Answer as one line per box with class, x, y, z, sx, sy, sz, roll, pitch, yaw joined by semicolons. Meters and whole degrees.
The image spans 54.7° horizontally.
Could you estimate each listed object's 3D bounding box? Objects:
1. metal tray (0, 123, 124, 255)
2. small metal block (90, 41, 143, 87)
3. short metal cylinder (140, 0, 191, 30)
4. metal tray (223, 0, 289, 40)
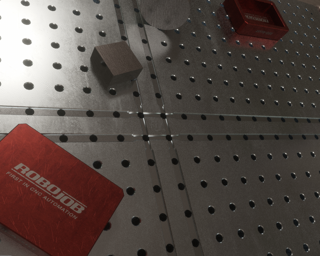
metal tray;-0.113;0.066;0.304;0.130;0.030;0.090;36;51;-5
small metal block;-0.060;-0.091;0.432;0.050;0.025;0.050;-24;75;-37
short metal cylinder;0.011;-0.210;0.509;0.081;0.080;0.050;19;54;-18
metal tray;0.207;-0.239;0.665;0.131;0.030;0.090;-2;63;-30
